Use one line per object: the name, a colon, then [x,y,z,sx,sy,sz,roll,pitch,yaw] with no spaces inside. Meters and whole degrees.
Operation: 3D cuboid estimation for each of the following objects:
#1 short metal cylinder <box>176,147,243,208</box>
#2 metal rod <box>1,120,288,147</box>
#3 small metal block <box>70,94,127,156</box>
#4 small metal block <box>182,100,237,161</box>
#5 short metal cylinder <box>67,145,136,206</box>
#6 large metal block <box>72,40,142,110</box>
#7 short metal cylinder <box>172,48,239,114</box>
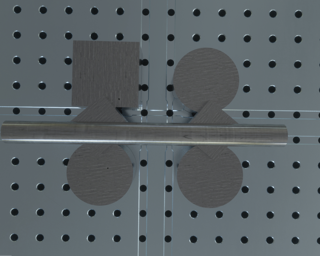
short metal cylinder: [0.061,0.057,0.401,0.081,0.050,0.080,0,90,0]
metal rod: [-0.016,0.006,0.338,0.302,0.025,0.025,1,90,0]
small metal block: [-0.068,-0.003,0.363,0.050,0.025,0.050,-40,90,0]
small metal block: [0.060,0.003,0.364,0.050,0.025,0.050,40,90,0]
short metal cylinder: [-0.073,0.054,0.399,0.081,0.050,0.080,0,90,0]
large metal block: [-0.066,-0.066,0.400,0.081,0.050,0.080,1,90,0]
short metal cylinder: [0.056,-0.058,0.401,0.081,0.050,0.080,0,90,0]
